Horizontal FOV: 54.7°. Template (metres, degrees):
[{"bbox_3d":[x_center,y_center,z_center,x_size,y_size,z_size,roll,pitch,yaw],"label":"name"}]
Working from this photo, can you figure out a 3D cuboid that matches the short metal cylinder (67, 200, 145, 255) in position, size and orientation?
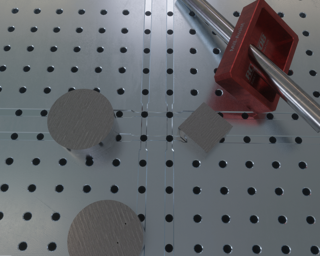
[{"bbox_3d":[-0.058,0.125,0.352,0.081,0.050,0.080,0,70,0],"label":"short metal cylinder"}]

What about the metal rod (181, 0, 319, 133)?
[{"bbox_3d":[0.116,-0.112,0.431,0.025,0.025,0.300,-32,65,-11],"label":"metal rod"}]

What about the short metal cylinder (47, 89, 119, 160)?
[{"bbox_3d":[-0.096,-0.004,0.399,0.081,0.050,0.080,0,70,0],"label":"short metal cylinder"}]

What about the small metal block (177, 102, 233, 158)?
[{"bbox_3d":[0.059,0.003,0.411,0.050,0.025,0.050,42,75,13],"label":"small metal block"}]

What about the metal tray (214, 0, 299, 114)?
[{"bbox_3d":[0.135,-0.096,0.421,0.090,0.030,0.130,33,70,-24],"label":"metal tray"}]
